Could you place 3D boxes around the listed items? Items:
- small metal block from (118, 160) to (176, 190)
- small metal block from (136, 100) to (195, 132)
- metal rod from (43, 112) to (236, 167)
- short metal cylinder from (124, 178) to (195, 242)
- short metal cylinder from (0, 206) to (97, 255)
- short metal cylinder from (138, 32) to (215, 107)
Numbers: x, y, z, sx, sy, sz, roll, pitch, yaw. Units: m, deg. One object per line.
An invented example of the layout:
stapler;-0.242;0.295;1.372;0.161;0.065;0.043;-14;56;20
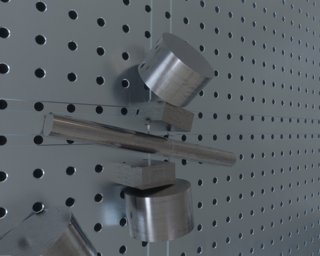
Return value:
small metal block;-0.017;0.055;0.380;0.050;0.050;0.025;-3;92;-40
small metal block;0.007;-0.014;0.399;0.050;0.050;0.025;22;77;-38
metal rod;0.000;0.024;0.409;0.302;0.025;0.025;14;82;-39
short metal cylinder;-0.001;0.095;0.374;0.081;0.080;0.050;-10;96;-40
short metal cylinder;-0.106;0.118;0.285;0.080;0.080;0.050;-38;114;-33
short metal cylinder;0.021;-0.072;0.384;0.080;0.050;0.080;30;31;-20
